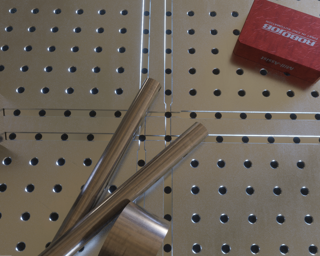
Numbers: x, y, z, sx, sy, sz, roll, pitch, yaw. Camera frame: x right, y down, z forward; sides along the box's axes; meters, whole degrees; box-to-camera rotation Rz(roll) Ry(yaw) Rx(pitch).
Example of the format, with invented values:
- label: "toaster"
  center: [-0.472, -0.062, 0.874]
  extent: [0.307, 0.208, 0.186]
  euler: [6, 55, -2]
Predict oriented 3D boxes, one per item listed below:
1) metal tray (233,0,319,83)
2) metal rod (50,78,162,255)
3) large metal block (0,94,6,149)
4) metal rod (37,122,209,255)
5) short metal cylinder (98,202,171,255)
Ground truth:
- label: "metal tray"
  center: [0.187, -0.131, 0.459]
  extent: [0.130, 0.030, 0.090]
  euler: [22, 71, 7]
- label: "metal rod"
  center: [-0.075, 0.063, 0.387]
  extent: [0.025, 0.025, 0.300]
  euler: [25, 72, 8]
- label: "large metal block"
  center: [-0.239, -0.018, 0.386]
  extent: [0.050, 0.080, 0.080]
  euler: [-13, 71, -5]
- label: "metal rod"
  center: [-0.055, 0.091, 0.360]
  extent: [0.301, 0.025, 0.025]
  euler: [-39, 75, -20]
- label: "short metal cylinder"
  center: [-0.028, 0.128, 0.336]
  extent: [0.050, 0.080, 0.080]
  euler: [26, 72, 9]
